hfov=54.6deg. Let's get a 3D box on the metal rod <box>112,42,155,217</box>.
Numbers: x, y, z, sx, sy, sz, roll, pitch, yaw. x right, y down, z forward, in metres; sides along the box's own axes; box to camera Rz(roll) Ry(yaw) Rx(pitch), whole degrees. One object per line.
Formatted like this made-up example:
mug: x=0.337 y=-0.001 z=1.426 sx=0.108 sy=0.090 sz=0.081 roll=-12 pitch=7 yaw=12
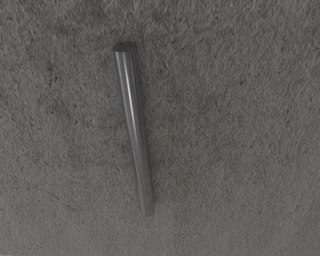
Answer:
metal rod: x=-0.030 y=0.027 z=0.429 sx=0.025 sy=0.025 sz=0.298 roll=-3 pitch=130 yaw=2
